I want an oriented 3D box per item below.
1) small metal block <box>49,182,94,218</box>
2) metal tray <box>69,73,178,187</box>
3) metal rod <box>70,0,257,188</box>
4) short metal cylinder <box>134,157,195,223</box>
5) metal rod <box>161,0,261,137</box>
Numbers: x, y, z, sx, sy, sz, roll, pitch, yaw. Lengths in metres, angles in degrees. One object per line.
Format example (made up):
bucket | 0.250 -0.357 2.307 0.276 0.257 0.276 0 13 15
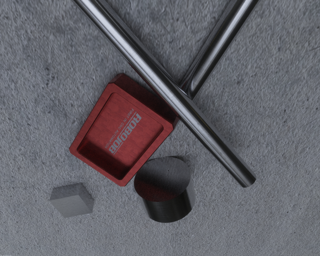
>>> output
small metal block | -0.143 0.119 0.506 0.050 0.025 0.050 -13 129 10
metal tray | -0.048 0.007 0.392 0.090 0.030 0.129 35 123 -5
metal rod | 0.018 -0.033 0.348 0.025 0.025 0.300 -34 114 25
short metal cylinder | 0.008 0.088 0.446 0.080 0.080 0.050 -9 130 7
metal rod | 0.069 -0.101 0.322 0.025 0.025 0.298 20 127 -17
